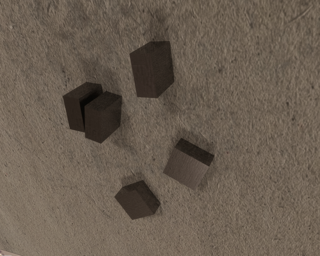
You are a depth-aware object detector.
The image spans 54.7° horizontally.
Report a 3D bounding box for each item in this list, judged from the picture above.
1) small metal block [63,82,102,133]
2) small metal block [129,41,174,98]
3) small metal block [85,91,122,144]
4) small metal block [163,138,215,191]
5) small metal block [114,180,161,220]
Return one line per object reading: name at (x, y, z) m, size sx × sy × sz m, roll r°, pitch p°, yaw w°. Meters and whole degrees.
small metal block at (-0.102, -0.029, 0.424) m, size 0.025 × 0.050 × 0.050 m, roll 11°, pitch 123°, yaw 22°
small metal block at (-0.007, -0.067, 0.352) m, size 0.025 × 0.050 × 0.050 m, roll 6°, pitch 121°, yaw 25°
small metal block at (-0.076, -0.015, 0.420) m, size 0.025 × 0.050 × 0.050 m, roll 20°, pitch 126°, yaw 16°
small metal block at (0.038, 0.049, 0.416) m, size 0.050 × 0.025 × 0.050 m, roll 29°, pitch 128°, yaw 9°
small metal block at (-0.036, 0.116, 0.496) m, size 0.050 × 0.025 × 0.050 m, roll -26°, pitch 105°, yaw 36°
